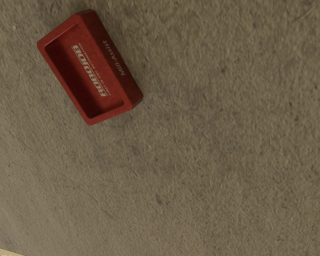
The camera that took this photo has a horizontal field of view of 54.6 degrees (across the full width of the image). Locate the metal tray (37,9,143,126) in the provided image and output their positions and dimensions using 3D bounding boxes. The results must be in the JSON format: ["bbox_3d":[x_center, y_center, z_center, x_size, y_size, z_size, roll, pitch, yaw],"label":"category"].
[{"bbox_3d":[-0.091,-0.074,0.406,0.090,0.030,0.130,-19,109,35],"label":"metal tray"}]
